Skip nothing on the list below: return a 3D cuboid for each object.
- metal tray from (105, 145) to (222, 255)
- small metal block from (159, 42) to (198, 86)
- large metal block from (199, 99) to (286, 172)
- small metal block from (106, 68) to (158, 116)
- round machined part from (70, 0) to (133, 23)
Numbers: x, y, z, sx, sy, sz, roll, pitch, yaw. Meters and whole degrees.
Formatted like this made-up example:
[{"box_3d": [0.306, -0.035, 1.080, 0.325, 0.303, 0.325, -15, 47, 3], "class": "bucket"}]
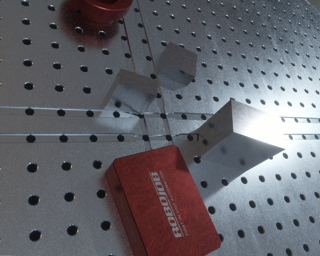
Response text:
[{"box_3d": [0.003, 0.090, 0.353, 0.091, 0.030, 0.130, -11, 68, -33], "class": "metal tray"}, {"box_3d": [0.029, -0.101, 0.488, 0.050, 0.025, 0.050, 21, 54, -17], "class": "small metal block"}, {"box_3d": [0.109, 0.014, 0.425, 0.081, 0.080, 0.050, 17, 55, -19], "class": "large metal block"}, {"box_3d": [-0.036, -0.045, 0.401, 0.050, 0.050, 0.025, 16, 56, -20], "class": "small metal block"}, {"box_3d": [-0.094, -0.199, 0.469, 0.099, 0.042, 0.098, 14, 56, -21], "class": "round machined part"}]
